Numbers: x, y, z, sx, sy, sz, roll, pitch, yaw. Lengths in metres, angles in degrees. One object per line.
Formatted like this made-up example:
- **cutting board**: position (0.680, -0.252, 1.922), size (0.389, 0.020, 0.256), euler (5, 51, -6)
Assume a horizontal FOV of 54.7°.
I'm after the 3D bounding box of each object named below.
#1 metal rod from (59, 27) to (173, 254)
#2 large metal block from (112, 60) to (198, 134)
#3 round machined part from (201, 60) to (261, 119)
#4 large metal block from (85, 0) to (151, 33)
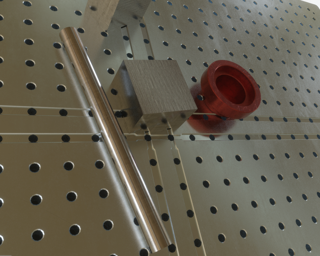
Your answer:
- **metal rod**: position (-0.061, 0.000, 0.374), size (0.025, 0.025, 0.299), euler (-14, 69, -34)
- **large metal block**: position (-0.009, -0.044, 0.414), size (0.081, 0.050, 0.080), euler (-7, 66, -32)
- **round machined part**: position (0.106, -0.056, 0.488), size (0.099, 0.042, 0.098), euler (14, 56, -21)
- **large metal block**: position (-0.056, -0.200, 0.465), size (0.050, 0.080, 0.080), euler (49, 51, 6)
